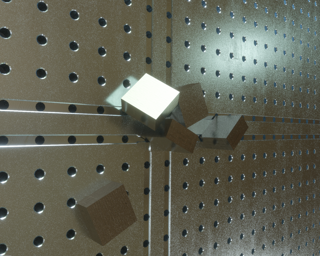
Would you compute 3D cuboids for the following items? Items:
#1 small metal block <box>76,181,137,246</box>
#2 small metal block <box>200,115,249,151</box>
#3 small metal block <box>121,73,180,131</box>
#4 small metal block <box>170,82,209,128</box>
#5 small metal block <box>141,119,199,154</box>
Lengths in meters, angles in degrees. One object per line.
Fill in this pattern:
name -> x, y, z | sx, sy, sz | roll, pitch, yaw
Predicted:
small metal block -> -0.060, 0.097, 0.358 | 0.050, 0.025, 0.050 | -29, 108, -36
small metal block -> 0.098, 0.006, 0.474 | 0.050, 0.050, 0.025 | -50, 120, -28
small metal block -> -0.012, -0.032, 0.380 | 0.050, 0.050, 0.025 | -50, 163, -28
small metal block -> 0.038, -0.032, 0.440 | 0.050, 0.025, 0.050 | -29, 108, -36
small metal block -> 0.012, 0.011, 0.402 | 0.050, 0.050, 0.025 | 32, 71, -36
